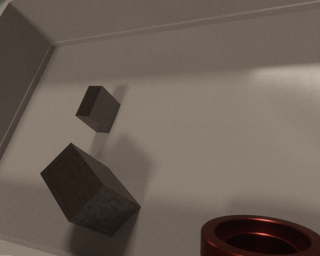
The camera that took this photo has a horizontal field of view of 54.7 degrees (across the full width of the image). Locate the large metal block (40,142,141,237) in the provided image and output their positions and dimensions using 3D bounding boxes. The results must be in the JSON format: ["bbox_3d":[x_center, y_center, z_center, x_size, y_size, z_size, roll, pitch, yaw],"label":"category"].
[{"bbox_3d":[-0.081,0.074,0.366,0.050,0.080,0.080,-46,52,-4],"label":"large metal block"}]

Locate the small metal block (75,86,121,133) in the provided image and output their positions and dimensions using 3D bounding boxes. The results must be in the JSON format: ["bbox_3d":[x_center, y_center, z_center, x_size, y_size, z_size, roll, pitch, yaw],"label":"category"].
[{"bbox_3d":[-0.089,-0.026,0.451,0.025,0.050,0.050,4,64,30],"label":"small metal block"}]

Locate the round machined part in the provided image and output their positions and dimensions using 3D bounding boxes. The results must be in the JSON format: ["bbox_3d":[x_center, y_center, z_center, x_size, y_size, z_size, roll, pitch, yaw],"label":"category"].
[{"bbox_3d":[0.083,0.109,0.257,0.098,0.099,0.042,2,93,29],"label":"round machined part"}]
